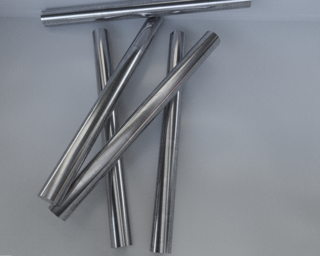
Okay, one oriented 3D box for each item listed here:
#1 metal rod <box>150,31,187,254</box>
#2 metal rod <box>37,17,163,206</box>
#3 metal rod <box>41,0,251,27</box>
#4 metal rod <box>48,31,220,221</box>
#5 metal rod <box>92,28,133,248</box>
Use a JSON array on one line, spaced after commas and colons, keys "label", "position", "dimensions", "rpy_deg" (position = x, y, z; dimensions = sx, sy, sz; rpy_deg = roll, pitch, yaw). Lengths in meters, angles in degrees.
[{"label": "metal rod", "position": [0.014, 0.003, 0.408], "dimensions": [0.025, 0.025, 0.299], "rpy_deg": [5, 70, 2]}, {"label": "metal rod", "position": [-0.063, -0.043, 0.398], "dimensions": [0.025, 0.025, 0.300], "rpy_deg": [21, 61, 7]}, {"label": "metal rod", "position": [-0.025, -0.172, 0.447], "dimensions": [0.301, 0.025, 0.025], "rpy_deg": [-3, 70, 8]}, {"label": "metal rod", "position": [-0.021, -0.014, 0.386], "dimensions": [0.025, 0.025, 0.301], "rpy_deg": [37, 74, 12]}, {"label": "metal rod", "position": [-0.066, -0.002, 0.409], "dimensions": [0.025, 0.025, 0.299], "rpy_deg": [-8, 70, -3]}]
